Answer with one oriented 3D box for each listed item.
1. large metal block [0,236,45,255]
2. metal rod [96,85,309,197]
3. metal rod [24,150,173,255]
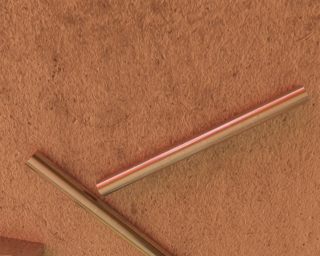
[{"bbox_3d":[-0.230,0.219,0.474,0.081,0.050,0.079,11,110,-5],"label":"large metal block"},{"bbox_3d":[0.050,0.021,0.418,0.301,0.025,0.025,-26,108,8],"label":"metal rod"},{"bbox_3d":[-0.069,0.138,0.459,0.300,0.025,0.025,42,104,-15],"label":"metal rod"}]
